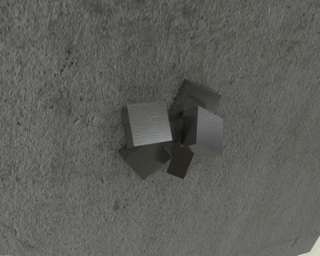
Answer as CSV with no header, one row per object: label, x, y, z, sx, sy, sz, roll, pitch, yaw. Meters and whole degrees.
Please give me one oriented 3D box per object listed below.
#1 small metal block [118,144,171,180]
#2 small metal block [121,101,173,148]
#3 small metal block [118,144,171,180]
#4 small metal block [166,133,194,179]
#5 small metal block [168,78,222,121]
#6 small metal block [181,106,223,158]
small metal block,-0.020,0.035,0.421,0.050,0.025,0.050,-38,130,-3
small metal block,-0.017,-0.004,0.382,0.050,0.025,0.050,-8,84,-25
small metal block,-0.020,0.035,0.421,0.050,0.025,0.050,-39,129,-3
small metal block,0.033,0.035,0.430,0.025,0.050,0.050,20,112,4
small metal block,0.046,-0.033,0.415,0.050,0.025,0.050,15,111,-35
small metal block,0.054,0.006,0.394,0.050,0.025,0.050,23,62,-37
